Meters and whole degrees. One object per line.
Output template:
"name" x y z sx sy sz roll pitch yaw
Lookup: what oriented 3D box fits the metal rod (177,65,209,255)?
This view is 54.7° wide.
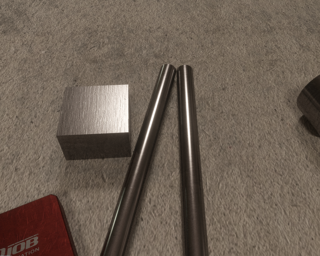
"metal rod" 0.036 0.027 0.380 0.025 0.025 0.300 1 50 0

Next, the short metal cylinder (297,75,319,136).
"short metal cylinder" 0.227 -0.032 0.397 0.081 0.080 0.050 -12 51 -10

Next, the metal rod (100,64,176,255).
"metal rod" -0.018 0.023 0.383 0.025 0.025 0.300 9 50 7

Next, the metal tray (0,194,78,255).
"metal tray" -0.148 0.129 0.290 0.131 0.030 0.090 -20 53 -17

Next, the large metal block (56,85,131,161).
"large metal block" -0.079 -0.008 0.393 0.081 0.050 0.080 -3 50 -3
